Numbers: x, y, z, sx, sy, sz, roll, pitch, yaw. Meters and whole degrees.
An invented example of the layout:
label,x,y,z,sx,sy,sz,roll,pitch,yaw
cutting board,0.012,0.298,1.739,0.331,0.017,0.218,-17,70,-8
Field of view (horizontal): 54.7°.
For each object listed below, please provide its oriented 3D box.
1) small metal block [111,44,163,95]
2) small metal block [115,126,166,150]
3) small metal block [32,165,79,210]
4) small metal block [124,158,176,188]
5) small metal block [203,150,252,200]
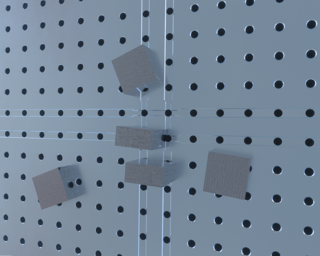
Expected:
label,x,y,z,sx,sy,sz,roll,pitch,yaw
small metal block,-0.031,-0.078,0.423,0.050,0.025,0.050,-23,83,18
small metal block,-0.024,0.012,0.407,0.050,0.050,0.025,6,92,19
small metal block,-0.158,0.089,0.467,0.050,0.025,0.050,-22,83,18
small metal block,-0.012,0.057,0.403,0.050,0.050,0.025,5,92,19
small metal block,0.084,0.057,0.383,0.050,0.025,0.050,9,93,19
